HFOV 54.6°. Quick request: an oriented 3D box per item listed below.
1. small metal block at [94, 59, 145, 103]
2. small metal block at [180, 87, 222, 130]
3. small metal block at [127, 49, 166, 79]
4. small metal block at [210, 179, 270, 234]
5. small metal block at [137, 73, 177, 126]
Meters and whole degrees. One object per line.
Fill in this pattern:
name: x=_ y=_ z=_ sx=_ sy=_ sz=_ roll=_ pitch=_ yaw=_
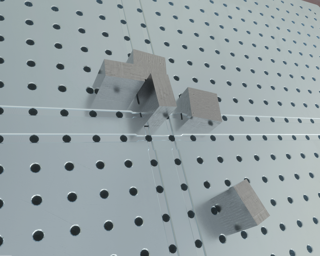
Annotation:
small metal block: x=-0.053 y=-0.059 z=0.399 sx=0.050 sy=0.050 sz=0.025 roll=4 pitch=60 yaw=-26
small metal block: x=0.060 y=-0.028 z=0.457 sx=0.050 sy=0.025 sz=0.050 roll=9 pitch=58 yaw=-23
small metal block: x=-0.019 y=-0.081 z=0.447 sx=0.050 sy=0.025 sz=0.050 roll=10 pitch=58 yaw=-23
small metal block: x=0.098 y=0.098 z=0.384 sx=0.025 sy=0.050 sz=0.050 roll=-20 pitch=73 yaw=-36
small metal block: x=-0.005 y=-0.037 z=0.411 sx=0.025 sy=0.050 sz=0.050 roll=0 pitch=62 yaw=-28
